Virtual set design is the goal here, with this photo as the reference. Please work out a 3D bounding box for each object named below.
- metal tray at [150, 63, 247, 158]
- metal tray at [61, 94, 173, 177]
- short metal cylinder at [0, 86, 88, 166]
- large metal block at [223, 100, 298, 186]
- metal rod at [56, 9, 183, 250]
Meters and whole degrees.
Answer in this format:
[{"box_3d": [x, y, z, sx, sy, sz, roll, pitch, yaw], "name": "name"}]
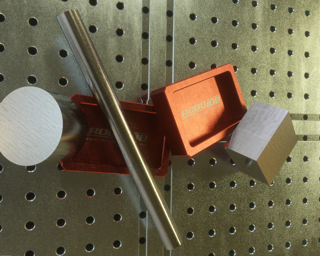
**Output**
[{"box_3d": [0.058, -0.026, 0.411, 0.131, 0.030, 0.090, -25, 99, -35], "name": "metal tray"}, {"box_3d": [-0.052, 0.011, 0.390, 0.131, 0.030, 0.089, 7, 88, -20], "name": "metal tray"}, {"box_3d": [-0.126, -0.001, 0.333, 0.080, 0.050, 0.080, -1, 86, 15], "name": "short metal cylinder"}, {"box_3d": [0.143, 0.022, 0.433, 0.080, 0.050, 0.080, -53, 137, -12], "name": "large metal block"}, {"box_3d": [-0.043, 0.010, 0.365, 0.025, 0.025, 0.299, -27, 99, -18], "name": "metal rod"}]
